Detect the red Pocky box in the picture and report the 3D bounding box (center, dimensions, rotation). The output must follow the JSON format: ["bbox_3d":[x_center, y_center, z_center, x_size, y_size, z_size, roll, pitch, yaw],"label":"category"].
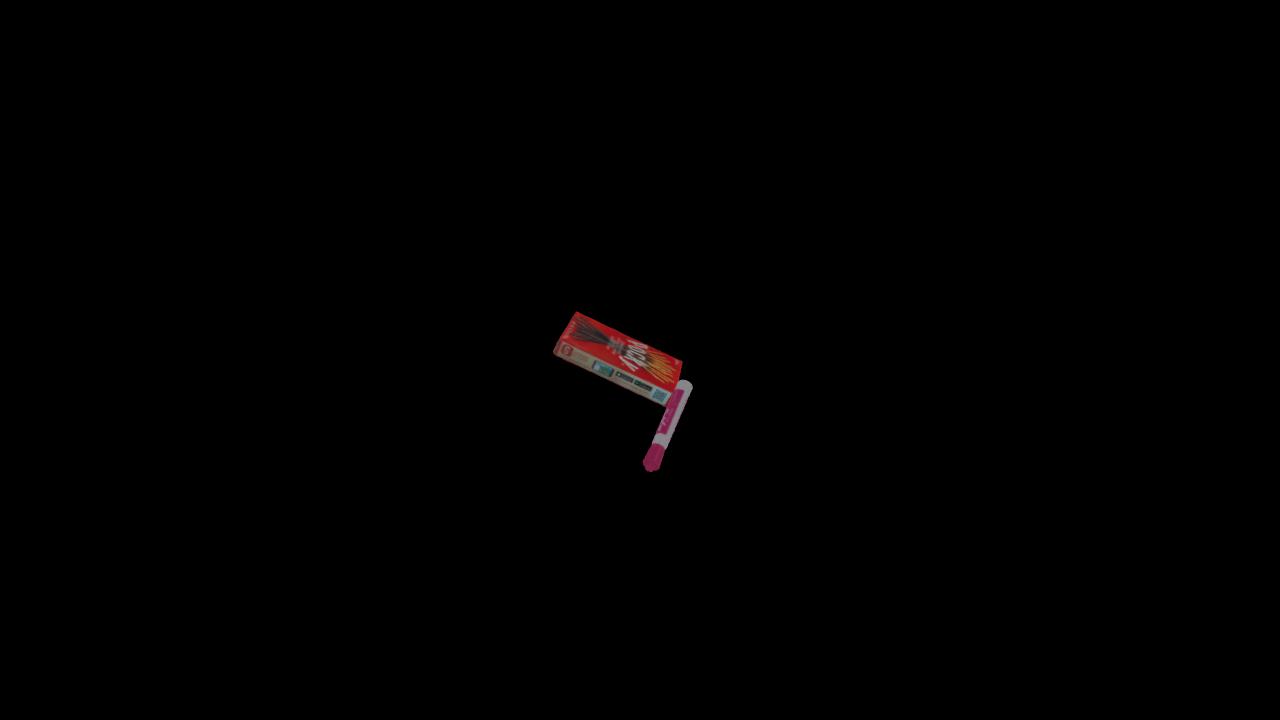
[{"bbox_3d":[-0.023,-0.003,0.756,0.155,0.028,0.083,25,29,-5],"label":"red Pocky box"}]

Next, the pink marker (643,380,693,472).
[{"bbox_3d":[0.031,0.070,0.668,0.020,0.020,0.121,0,44,30],"label":"pink marker"}]
